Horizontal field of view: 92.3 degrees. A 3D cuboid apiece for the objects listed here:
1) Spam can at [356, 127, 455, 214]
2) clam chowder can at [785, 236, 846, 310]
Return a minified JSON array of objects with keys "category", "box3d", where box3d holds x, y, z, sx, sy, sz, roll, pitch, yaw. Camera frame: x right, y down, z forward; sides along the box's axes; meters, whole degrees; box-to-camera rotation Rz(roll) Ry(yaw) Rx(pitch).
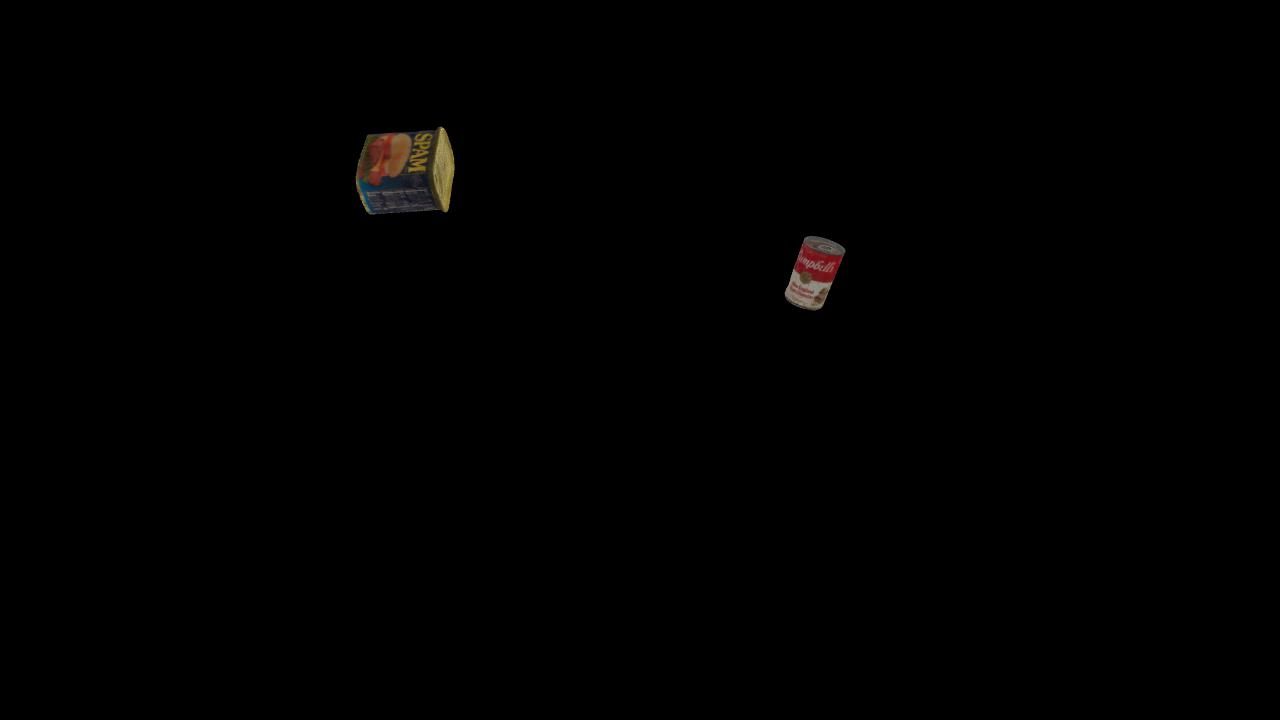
[{"category":"Spam can","box3d":[-0.260,-0.210,0.686,0.085,0.101,0.058,-4,-36,-1]},{"category":"clam chowder can","box3d":[0.282,-0.140,0.998,0.068,0.102,0.068,9,33,-6]}]
